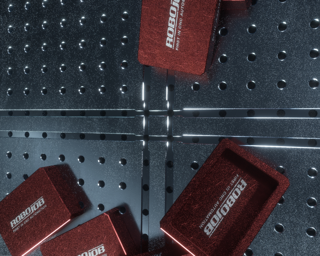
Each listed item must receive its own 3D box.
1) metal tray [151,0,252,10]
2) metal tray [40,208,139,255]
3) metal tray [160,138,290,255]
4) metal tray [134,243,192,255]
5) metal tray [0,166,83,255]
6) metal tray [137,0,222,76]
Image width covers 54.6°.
[{"bbox_3d":[0.052,-0.200,0.391,0.130,0.030,0.090,7,92,19],"label":"metal tray"},{"bbox_3d":[-0.101,0.183,0.446,0.130,0.030,0.090,-30,80,17],"label":"metal tray"},{"bbox_3d":[0.074,0.088,0.357,0.090,0.030,0.130,35,77,16],"label":"metal tray"},{"bbox_3d":[-0.003,0.203,0.389,0.130,0.030,0.090,-20,98,9],"label":"metal tray"},{"bbox_3d":[-0.193,0.130,0.479,0.130,0.030,0.090,-38,78,16],"label":"metal tray"},{"bbox_3d":[0.024,-0.137,0.376,0.090,0.030,0.129,15,116,16],"label":"metal tray"}]
